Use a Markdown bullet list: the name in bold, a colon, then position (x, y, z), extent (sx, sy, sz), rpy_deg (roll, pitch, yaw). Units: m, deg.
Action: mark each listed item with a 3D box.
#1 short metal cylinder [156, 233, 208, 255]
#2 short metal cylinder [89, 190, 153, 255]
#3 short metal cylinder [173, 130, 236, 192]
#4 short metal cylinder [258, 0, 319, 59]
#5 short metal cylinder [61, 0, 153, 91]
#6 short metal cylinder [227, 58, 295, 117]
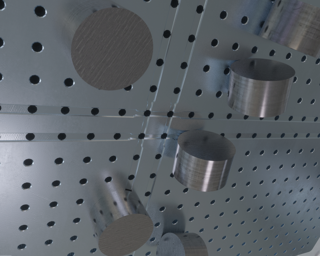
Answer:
- **short metal cylinder**: position (0.037, 0.222, 0.533), extent (0.050, 0.080, 0.080), rpy_deg (14, 111, -34)
- **short metal cylinder**: position (-0.056, 0.138, 0.450), extent (0.081, 0.050, 0.079), rpy_deg (-14, 124, -21)
- **short metal cylinder**: position (0.061, 0.044, 0.436), extent (0.081, 0.080, 0.050), rpy_deg (-6, 121, -25)
- **short metal cylinder**: position (0.174, -0.126, 0.392), extent (0.081, 0.080, 0.050), rpy_deg (8, 115, -32)
- **short metal cylinder**: position (-0.054, -0.084, 0.313), extent (0.081, 0.050, 0.079), rpy_deg (-14, 124, -21)
- **short metal cylinder**: position (0.132, -0.056, 0.413), extent (0.081, 0.080, 0.050), rpy_deg (-14, 124, -21)
